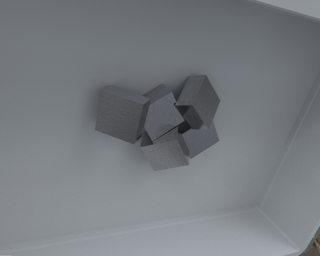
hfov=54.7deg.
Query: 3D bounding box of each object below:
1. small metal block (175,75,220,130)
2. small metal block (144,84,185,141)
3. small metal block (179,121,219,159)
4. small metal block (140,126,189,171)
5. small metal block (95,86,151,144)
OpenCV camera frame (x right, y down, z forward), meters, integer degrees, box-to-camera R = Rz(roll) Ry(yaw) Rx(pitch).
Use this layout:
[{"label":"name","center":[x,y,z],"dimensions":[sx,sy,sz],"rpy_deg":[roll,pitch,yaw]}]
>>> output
[{"label":"small metal block","center":[0.051,-0.032,0.401],"dimensions":[0.050,0.025,0.050],"rpy_deg":[51,53,-40]},{"label":"small metal block","center":[-0.003,-0.019,0.394],"dimensions":[0.050,0.025,0.050],"rpy_deg":[-33,129,-7]},{"label":"small metal block","center":[0.052,0.008,0.442],"dimensions":[0.050,0.025,0.050],"rpy_deg":[-31,129,-8]},{"label":"small metal block","center":[0.008,0.029,0.415],"dimensions":[0.050,0.025,0.050],"rpy_deg":[-12,130,17]},{"label":"small metal block","center":[-0.043,-0.016,0.357],"dimensions":[0.050,0.025,0.050],"rpy_deg":[20,114,10]}]
